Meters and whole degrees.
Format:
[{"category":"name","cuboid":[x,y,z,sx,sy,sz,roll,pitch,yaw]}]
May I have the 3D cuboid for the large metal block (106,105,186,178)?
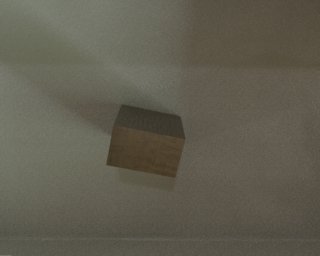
[{"category":"large metal block","cuboid":[-0.017,0.013,0.384,0.081,0.080,0.050,11,110,-5]}]
